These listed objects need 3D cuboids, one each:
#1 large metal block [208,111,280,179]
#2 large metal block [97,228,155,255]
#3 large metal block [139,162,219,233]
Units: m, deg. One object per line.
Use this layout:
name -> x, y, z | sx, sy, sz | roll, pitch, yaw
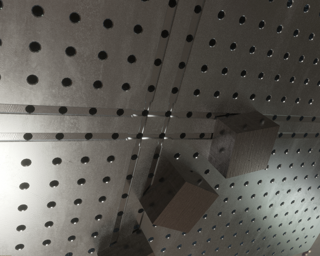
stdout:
large metal block -> 0.129, 0.025, 0.483 | 0.081, 0.050, 0.079 | -9, 122, -24
large metal block -> -0.046, 0.227, 0.513 | 0.080, 0.050, 0.080 | -27, 128, -12
large metal block -> 0.030, 0.109, 0.481 | 0.080, 0.050, 0.080 | 29, 102, -38
